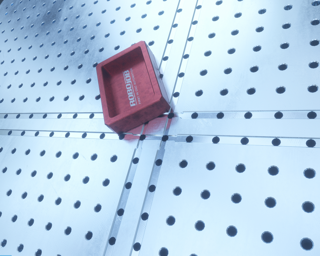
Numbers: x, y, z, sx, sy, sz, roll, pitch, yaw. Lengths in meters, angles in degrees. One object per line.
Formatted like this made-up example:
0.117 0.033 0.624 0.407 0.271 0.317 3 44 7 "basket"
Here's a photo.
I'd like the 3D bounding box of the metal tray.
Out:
-0.044 -0.063 0.465 0.090 0.030 0.130 -25 53 12 "metal tray"
